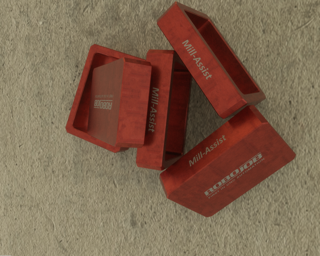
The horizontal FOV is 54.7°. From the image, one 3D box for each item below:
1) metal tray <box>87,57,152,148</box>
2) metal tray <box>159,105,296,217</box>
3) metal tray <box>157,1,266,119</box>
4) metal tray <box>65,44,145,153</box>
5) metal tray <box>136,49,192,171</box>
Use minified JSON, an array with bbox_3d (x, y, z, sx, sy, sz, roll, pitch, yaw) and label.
[{"bbox_3d":[-0.053,-0.030,0.368,0.130,0.030,0.089,11,95,64],"label":"metal tray"},{"bbox_3d":[0.076,0.043,0.348,0.130,0.090,0.030,-40,43,15],"label":"metal tray"},{"bbox_3d":[0.061,-0.076,0.351,0.030,0.091,0.130,-38,78,30],"label":"metal tray"},{"bbox_3d":[-0.070,-0.041,0.431,0.090,0.030,0.129,21,97,18],"label":"metal tray"},{"bbox_3d":[0.009,-0.020,0.372,0.030,0.090,0.129,7,93,20],"label":"metal tray"}]
